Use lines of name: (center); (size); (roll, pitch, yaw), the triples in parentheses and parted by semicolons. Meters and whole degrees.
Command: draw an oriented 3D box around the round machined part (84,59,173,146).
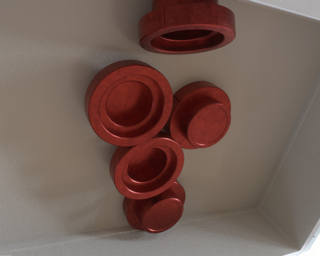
round machined part: (-0.038, -0.031, 0.357); (0.099, 0.042, 0.097); (-12, 120, -21)

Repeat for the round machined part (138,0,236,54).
round machined part: (0.027, -0.109, 0.320); (0.099, 0.098, 0.042); (-2, 88, -28)

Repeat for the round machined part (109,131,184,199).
round machined part: (-0.020, 0.044, 0.415); (0.099, 0.042, 0.097); (-14, 125, -21)

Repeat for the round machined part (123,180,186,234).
round machined part: (-0.003, 0.121, 0.473); (0.099, 0.042, 0.097); (-14, 125, -21)

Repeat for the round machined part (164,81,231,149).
round machined part: (0.057, -0.011, 0.424); (0.099, 0.042, 0.097); (-14, 124, -21)
